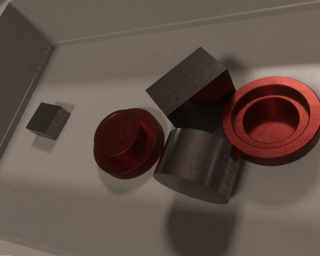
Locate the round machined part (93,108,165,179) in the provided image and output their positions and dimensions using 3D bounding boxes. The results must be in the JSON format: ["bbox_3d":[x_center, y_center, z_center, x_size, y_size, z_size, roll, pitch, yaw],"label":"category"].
[{"bbox_3d":[-0.047,0.015,0.409,0.098,0.042,0.098,-13,56,20],"label":"round machined part"}]

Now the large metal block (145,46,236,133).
[{"bbox_3d":[0.043,-0.033,0.368,0.080,0.080,0.050,-38,51,2],"label":"large metal block"}]

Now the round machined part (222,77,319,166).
[{"bbox_3d":[0.120,-0.004,0.334,0.098,0.042,0.098,-13,56,20],"label":"round machined part"}]

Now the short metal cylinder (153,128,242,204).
[{"bbox_3d":[0.039,0.041,0.324,0.080,0.080,0.050,9,67,32],"label":"short metal cylinder"}]

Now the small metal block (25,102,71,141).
[{"bbox_3d":[-0.183,-0.011,0.506,0.050,0.025,0.050,12,68,32],"label":"small metal block"}]
